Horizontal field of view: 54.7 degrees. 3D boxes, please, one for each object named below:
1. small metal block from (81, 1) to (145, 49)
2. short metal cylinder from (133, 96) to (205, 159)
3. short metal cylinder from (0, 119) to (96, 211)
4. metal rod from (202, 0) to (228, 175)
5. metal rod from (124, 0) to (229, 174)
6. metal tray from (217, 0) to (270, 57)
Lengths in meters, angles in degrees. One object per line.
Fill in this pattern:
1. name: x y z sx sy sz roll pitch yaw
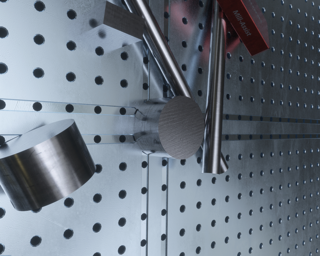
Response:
1. small metal block: -0.053 -0.114 0.349 0.050 0.050 0.025 11 83 -40
2. short metal cylinder: 0.013 -0.001 0.405 0.081 0.050 0.079 0 91 -40
3. short metal cylinder: -0.107 0.031 0.285 0.081 0.080 0.050 -33 111 -35
4. metal rod: 0.084 -0.081 0.459 0.025 0.025 0.299 17 73 -39
5. metal rod: 0.029 -0.054 0.435 0.025 0.025 0.299 -45 117 -31
6. metal tray: 0.133 -0.191 0.498 0.130 0.030 0.090 45 40 -31
